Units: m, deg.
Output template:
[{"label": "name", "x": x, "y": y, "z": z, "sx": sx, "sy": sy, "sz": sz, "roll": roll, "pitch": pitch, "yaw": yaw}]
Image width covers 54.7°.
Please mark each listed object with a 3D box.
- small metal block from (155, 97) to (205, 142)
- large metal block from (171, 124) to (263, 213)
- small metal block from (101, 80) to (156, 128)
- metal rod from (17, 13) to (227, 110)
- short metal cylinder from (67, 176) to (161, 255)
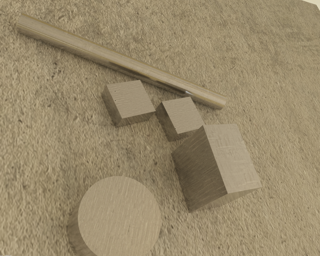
[{"label": "small metal block", "x": 0.028, "y": -0.013, "z": 0.428, "sx": 0.050, "sy": 0.025, "sz": 0.050, "roll": -13, "pitch": 69, "yaw": -34}, {"label": "large metal block", "x": 0.064, "y": 0.049, "z": 0.374, "sx": 0.050, "sy": 0.080, "sz": 0.080, "roll": -2, "pitch": 63, "yaw": -30}, {"label": "small metal block", "x": -0.041, "y": -0.032, "z": 0.402, "sx": 0.050, "sy": 0.025, "sz": 0.050, "roll": -15, "pitch": 70, "yaw": -34}, {"label": "metal rod", "x": -0.040, "y": -0.086, "z": 0.435, "sx": 0.302, "sy": 0.025, "sz": 0.025, "roll": 19, "pitch": 54, "yaw": -18}, {"label": "short metal cylinder", "x": -0.046, "y": 0.094, "z": 0.307, "sx": 0.081, "sy": 0.050, "sz": 0.080, "roll": 14, "pitch": 56, "yaw": -21}]
